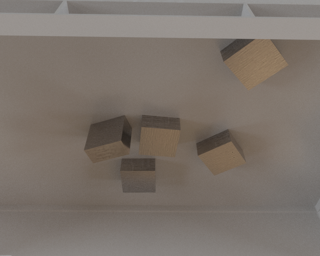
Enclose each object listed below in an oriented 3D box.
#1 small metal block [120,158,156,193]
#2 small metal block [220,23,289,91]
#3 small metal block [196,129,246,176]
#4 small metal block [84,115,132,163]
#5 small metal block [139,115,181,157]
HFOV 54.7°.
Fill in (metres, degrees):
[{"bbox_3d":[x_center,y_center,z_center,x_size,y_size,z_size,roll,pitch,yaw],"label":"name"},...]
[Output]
[{"bbox_3d":[-0.032,0.073,0.470,0.050,0.025,0.050,0,130,0],"label":"small metal block"},{"bbox_3d":[0.104,-0.078,0.344,0.050,0.025,0.050,-34,122,25],"label":"small metal block"},{"bbox_3d":[0.087,0.036,0.440,0.050,0.025,0.050,-26,126,20],"label":"small metal block"},{"bbox_3d":[-0.066,0.014,0.404,0.050,0.050,0.025,-15,129,12],"label":"small metal block"},{"bbox_3d":[-0.001,0.012,0.419,0.050,0.025,0.050,5,130,-5],"label":"small metal block"}]
